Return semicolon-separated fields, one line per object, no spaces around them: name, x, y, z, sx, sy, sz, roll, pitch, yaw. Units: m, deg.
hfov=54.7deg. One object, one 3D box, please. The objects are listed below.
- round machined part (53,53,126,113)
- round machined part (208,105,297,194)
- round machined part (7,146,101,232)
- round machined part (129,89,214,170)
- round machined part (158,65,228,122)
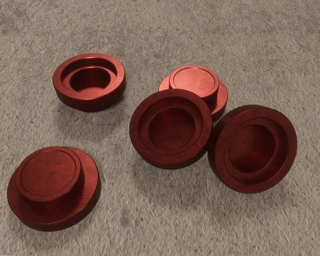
round machined part;-0.097;-0.060;0.442;0.099;0.042;0.098;0;50;0
round machined part;0.100;0.021;0.352;0.099;0.097;0.042;-12;16;-10
round machined part;-0.117;0.059;0.341;0.099;0.042;0.098;0;50;0
round machined part;0.016;0.004;0.376;0.098;0.042;0.098;-5;64;11
round machined part;0.046;-0.051;0.436;0.099;0.042;0.098;0;50;0
